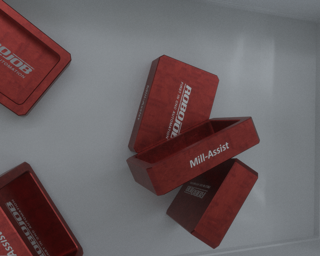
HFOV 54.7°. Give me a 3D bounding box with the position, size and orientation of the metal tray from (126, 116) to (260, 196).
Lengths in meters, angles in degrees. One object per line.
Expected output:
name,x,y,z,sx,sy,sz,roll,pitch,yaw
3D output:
metal tray,0.035,0.026,0.356,0.131,0.090,0.030,-25,99,-18

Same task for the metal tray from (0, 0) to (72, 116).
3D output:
metal tray,-0.178,-0.085,0.341,0.130,0.030,0.090,38,78,-16

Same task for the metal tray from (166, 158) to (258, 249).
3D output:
metal tray,0.056,0.082,0.373,0.030,0.130,0.090,35,79,-5

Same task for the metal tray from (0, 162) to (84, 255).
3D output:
metal tray,-0.134,0.107,0.321,0.030,0.090,0.130,-28,98,3

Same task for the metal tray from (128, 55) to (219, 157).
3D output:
metal tray,0.019,-0.021,0.415,0.091,0.030,0.129,17,84,-19
